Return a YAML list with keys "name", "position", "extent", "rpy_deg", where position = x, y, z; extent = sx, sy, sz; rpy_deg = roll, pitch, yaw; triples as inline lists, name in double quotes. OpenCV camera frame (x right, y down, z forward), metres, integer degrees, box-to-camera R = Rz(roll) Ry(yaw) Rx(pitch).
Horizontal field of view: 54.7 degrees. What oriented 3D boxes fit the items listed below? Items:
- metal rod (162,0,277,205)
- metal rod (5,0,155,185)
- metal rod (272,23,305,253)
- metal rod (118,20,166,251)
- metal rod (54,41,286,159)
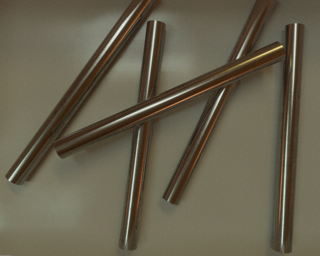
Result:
- name: "metal rod"
  position: [0.079, -0.038, 0.412]
  extent: [0.025, 0.025, 0.299]
  rpy_deg: [26, 90, -1]
- name: "metal rod"
  position: [-0.105, -0.053, 0.409]
  extent: [0.025, 0.025, 0.299]
  rpy_deg: [36, 90, -1]
- name: "metal rod"
  position: [0.171, 0.013, 0.413]
  extent: [0.025, 0.025, 0.298]
  rpy_deg: [3, 90, -1]
- name: "metal rod"
  position: [-0.024, 0.009, 0.411]
  extent: [0.025, 0.025, 0.298]
  rpy_deg: [7, 90, -1]
- name: "metal rod"
  position: [0.012, -0.035, 0.385]
  extent: [0.301, 0.025, 0.025]
  rpy_deg: [-24, 90, -1]
